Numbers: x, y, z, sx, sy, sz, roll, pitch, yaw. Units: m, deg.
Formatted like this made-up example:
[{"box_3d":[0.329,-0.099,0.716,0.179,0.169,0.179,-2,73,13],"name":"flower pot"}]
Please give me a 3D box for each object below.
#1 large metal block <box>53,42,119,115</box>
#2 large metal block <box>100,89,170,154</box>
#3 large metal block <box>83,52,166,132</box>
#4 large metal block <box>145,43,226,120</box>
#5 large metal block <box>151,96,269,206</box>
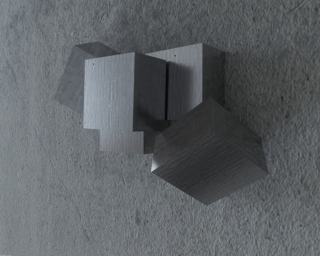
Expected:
[{"box_3d":[-0.095,-0.072,0.438,0.050,0.080,0.080,29,112,1],"name":"large metal block"},{"box_3d":[-0.034,-0.009,0.414,0.080,0.050,0.079,0,90,39],"name":"large metal block"},{"box_3d":[-0.041,-0.038,0.354,0.080,0.050,0.079,3,92,39],"name":"large metal block"},{"box_3d":[0.029,-0.049,0.365,0.080,0.050,0.079,0,90,39],"name":"large metal block"},{"box_3d":[0.050,0.027,0.320,0.080,0.080,0.050,-38,29,33],"name":"large metal block"}]
